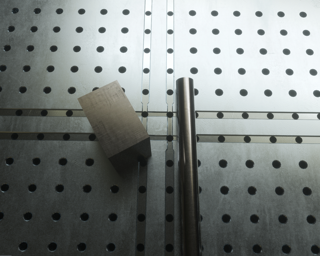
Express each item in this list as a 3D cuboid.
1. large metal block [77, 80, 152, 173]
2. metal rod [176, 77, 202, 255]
[{"bbox_3d":[-0.053,0.001,0.382,0.050,0.080,0.080,-28,73,-10],"label":"large metal block"},{"bbox_3d":[0.036,0.075,0.384,0.025,0.025,0.299,0,70,0],"label":"metal rod"}]
